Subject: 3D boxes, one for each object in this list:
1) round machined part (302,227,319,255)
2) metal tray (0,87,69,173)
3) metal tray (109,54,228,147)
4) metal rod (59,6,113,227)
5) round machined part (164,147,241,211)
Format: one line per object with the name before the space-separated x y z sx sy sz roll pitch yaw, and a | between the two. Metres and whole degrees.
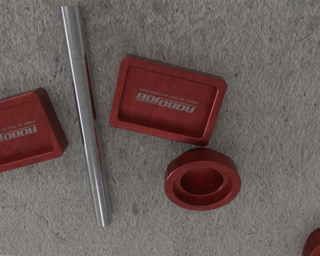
round machined part | 0.266 0.189 0.473 0.099 0.042 0.097 0 110 0
metal tray | -0.200 0.008 0.407 0.131 0.030 0.089 -15 110 5
metal tray | 0.009 -0.034 0.394 0.131 0.030 0.089 13 110 -5
metal rod | -0.093 -0.001 0.408 0.025 0.025 0.298 -4 110 1
round machined part | 0.055 0.064 0.415 0.099 0.042 0.097 0 129 1
